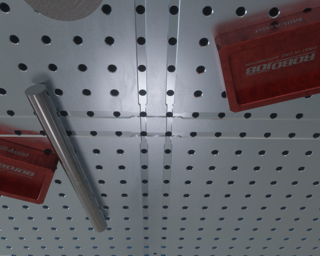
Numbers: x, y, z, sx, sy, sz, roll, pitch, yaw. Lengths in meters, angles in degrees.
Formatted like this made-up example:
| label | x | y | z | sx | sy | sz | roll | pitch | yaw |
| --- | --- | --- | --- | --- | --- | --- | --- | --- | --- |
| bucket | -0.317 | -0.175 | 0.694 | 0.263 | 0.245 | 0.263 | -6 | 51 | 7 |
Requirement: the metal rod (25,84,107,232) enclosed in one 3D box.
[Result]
| label | x | y | z | sx | sy | sz | roll | pitch | yaw |
| --- | --- | --- | --- | --- | --- | --- | --- | --- | --- |
| metal rod | -0.128 | 0.066 | 0.466 | 0.025 | 0.025 | 0.298 | -6 | 130 | 5 |

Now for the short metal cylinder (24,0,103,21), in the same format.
| label | x | y | z | sx | sy | sz | roll | pitch | yaw |
| --- | --- | --- | --- | --- | --- | --- | --- | --- | --- |
| short metal cylinder | -0.084 | -0.143 | 0.273 | 0.081 | 0.050 | 0.079 | 0 | 130 | 0 |

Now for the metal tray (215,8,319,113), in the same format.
| label | x | y | z | sx | sy | sz | roll | pitch | yaw |
| --- | --- | --- | --- | --- | --- | --- | --- | --- | --- |
| metal tray | 0.135 | -0.073 | 0.347 | 0.130 | 0.030 | 0.090 | -13 | 129 | 10 |

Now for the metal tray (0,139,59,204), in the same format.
| label | x | y | z | sx | sy | sz | roll | pitch | yaw |
| --- | --- | --- | --- | --- | --- | --- | --- | --- | --- |
| metal tray | -0.227 | 0.062 | 0.458 | 0.131 | 0.030 | 0.089 | 19 | 128 | -16 |
